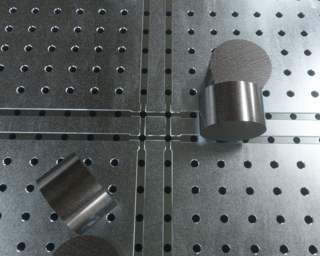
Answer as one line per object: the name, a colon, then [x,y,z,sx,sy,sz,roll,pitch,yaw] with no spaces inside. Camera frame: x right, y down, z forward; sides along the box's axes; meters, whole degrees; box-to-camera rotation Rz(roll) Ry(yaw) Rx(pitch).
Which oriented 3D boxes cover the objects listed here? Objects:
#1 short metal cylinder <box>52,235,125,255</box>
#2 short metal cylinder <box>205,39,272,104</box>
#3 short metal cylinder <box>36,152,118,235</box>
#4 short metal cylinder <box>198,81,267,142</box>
short metal cylinder: [-0.078,0.160,0.339,0.081,0.050,0.080,0,70,0]
short metal cylinder: [0.105,-0.074,0.427,0.081,0.050,0.080,0,70,0]
short metal cylinder: [-0.094,0.074,0.355,0.050,0.080,0.080,-39,75,-13]
short metal cylinder: [0.090,-0.018,0.390,0.081,0.080,0.050,0,70,0]
